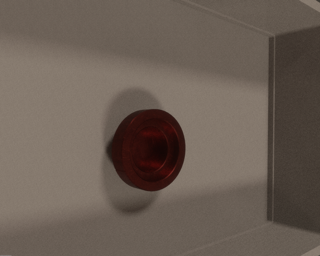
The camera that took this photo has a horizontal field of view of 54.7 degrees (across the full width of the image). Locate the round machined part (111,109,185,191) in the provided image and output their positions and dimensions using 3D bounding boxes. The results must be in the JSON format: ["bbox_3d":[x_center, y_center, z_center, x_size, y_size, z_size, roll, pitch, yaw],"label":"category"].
[{"bbox_3d":[-0.018,0.026,0.382,0.099,0.042,0.097,0,90,-40],"label":"round machined part"}]
